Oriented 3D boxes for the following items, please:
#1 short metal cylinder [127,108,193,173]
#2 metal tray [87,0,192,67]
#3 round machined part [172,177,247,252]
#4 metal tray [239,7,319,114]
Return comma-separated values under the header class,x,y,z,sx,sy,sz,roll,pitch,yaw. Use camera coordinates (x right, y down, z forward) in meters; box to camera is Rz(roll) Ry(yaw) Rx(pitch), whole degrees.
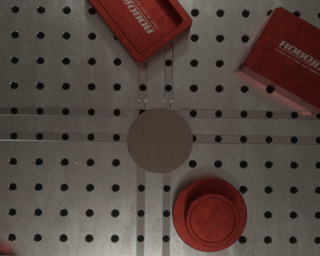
class,x,y,z,sx,sy,sz,roll,pitch,yaw
short metal cylinder,0.000,0.015,0.401,0.081,0.050,0.079,0,90,-1
metal tray,-0.031,-0.159,0.410,0.090,0.030,0.130,-38,91,-1
round machined part,0.066,0.115,0.406,0.099,0.042,0.097,0,90,-1
metal tray,0.186,-0.088,0.413,0.130,0.030,0.090,30,90,-1
